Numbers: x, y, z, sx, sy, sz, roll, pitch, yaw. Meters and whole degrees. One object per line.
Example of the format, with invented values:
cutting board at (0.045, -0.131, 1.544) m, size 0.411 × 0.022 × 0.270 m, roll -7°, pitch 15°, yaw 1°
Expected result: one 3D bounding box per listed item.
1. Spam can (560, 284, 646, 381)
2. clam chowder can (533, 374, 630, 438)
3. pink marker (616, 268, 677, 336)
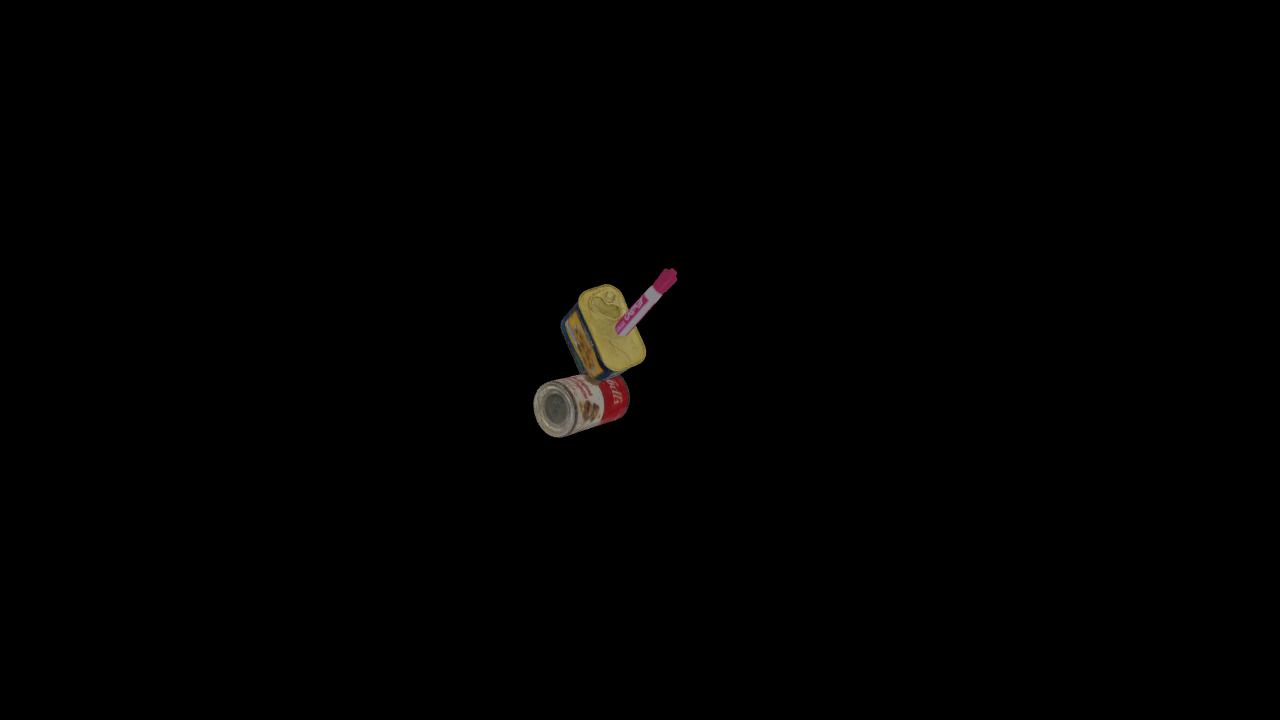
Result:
Spam can at (-0.047, -0.026, 0.729) m, size 0.058 × 0.101 × 0.085 m, roll -20°, pitch -7°, yaw -28°
clam chowder can at (-0.069, 0.050, 0.736) m, size 0.068 × 0.068 × 0.102 m, roll 0°, pitch 8°, yaw 36°
pink marker at (0.000, -0.057, 0.690) m, size 0.121 × 0.020 × 0.020 m, roll -46°, pitch -24°, yaw 26°
